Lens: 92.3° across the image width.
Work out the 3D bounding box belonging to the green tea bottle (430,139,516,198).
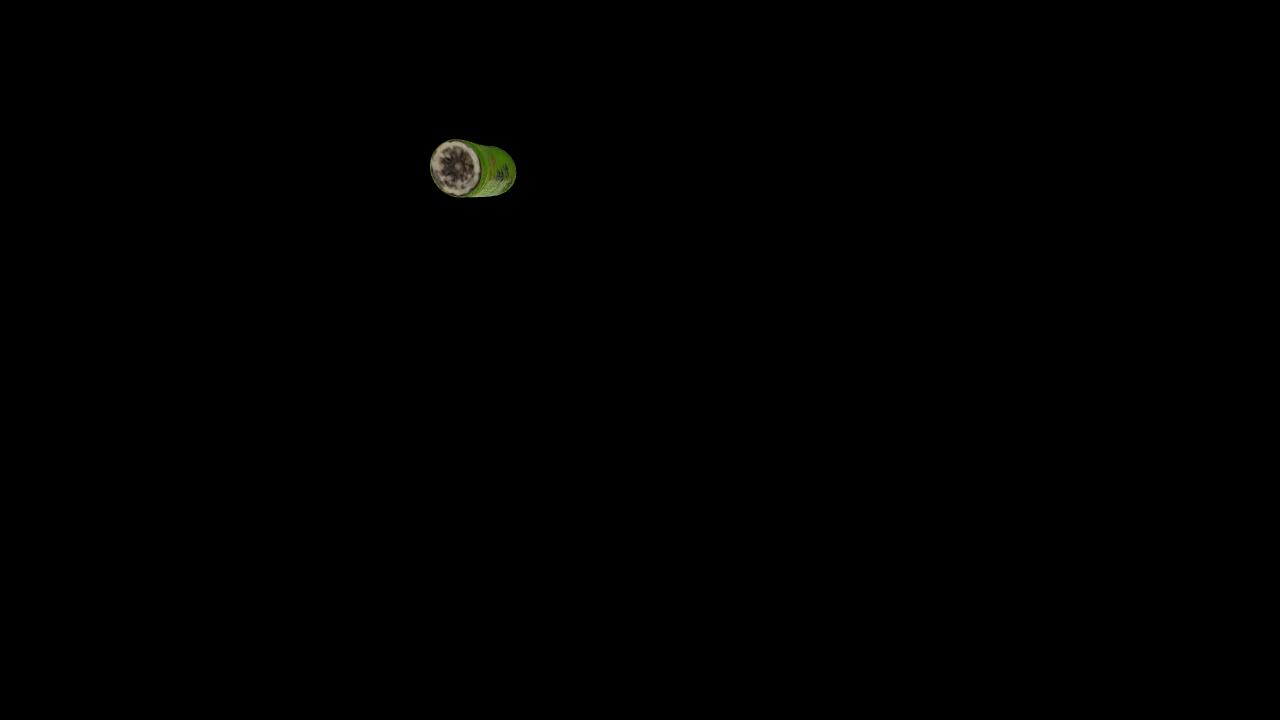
[{"bbox_3d":[-0.218,-0.262,0.852,0.073,0.073,0.212,0,16,3],"label":"green tea bottle"}]
